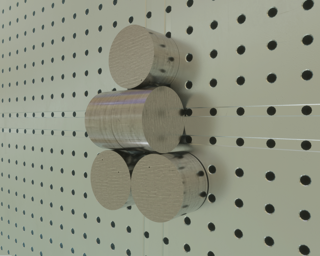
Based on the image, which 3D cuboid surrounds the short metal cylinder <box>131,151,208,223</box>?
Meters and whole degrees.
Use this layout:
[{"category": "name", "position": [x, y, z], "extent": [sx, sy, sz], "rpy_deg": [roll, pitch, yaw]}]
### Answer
[{"category": "short metal cylinder", "position": [0.011, 0.070, 0.381], "extent": [0.080, 0.050, 0.079], "rpy_deg": [0, 90, 39]}]

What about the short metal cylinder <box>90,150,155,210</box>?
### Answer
[{"category": "short metal cylinder", "position": [-0.051, 0.069, 0.432], "extent": [0.080, 0.050, 0.079], "rpy_deg": [0, 90, 39]}]

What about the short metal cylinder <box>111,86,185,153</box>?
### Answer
[{"category": "short metal cylinder", "position": [-0.013, -0.010, 0.383], "extent": [0.050, 0.081, 0.079], "rpy_deg": [1, 91, 40]}]

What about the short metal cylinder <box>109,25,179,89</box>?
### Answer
[{"category": "short metal cylinder", "position": [-0.022, -0.090, 0.409], "extent": [0.080, 0.050, 0.079], "rpy_deg": [0, 90, 39]}]

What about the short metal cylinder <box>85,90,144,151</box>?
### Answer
[{"category": "short metal cylinder", "position": [-0.052, -0.010, 0.415], "extent": [0.050, 0.081, 0.079], "rpy_deg": [1, 91, 40]}]
